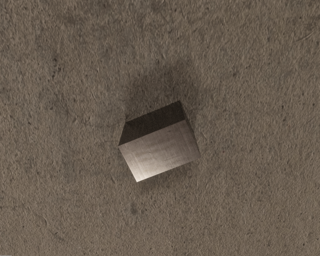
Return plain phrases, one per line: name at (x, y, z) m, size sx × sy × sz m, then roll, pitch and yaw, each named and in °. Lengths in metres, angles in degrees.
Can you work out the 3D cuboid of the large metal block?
large metal block at (0.000, 0.013, 0.385) m, size 0.080 × 0.080 × 0.050 m, roll -22°, pitch 109°, yaw 7°
